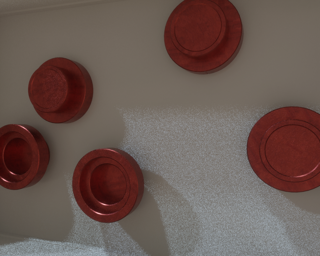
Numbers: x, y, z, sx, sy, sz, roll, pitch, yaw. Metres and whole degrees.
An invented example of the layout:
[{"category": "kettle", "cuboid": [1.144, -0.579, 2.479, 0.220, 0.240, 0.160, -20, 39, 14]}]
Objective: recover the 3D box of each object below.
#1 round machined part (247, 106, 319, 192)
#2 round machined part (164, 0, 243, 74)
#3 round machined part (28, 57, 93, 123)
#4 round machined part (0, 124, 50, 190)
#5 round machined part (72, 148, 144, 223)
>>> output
[{"category": "round machined part", "cuboid": [0.149, 0.024, 0.349, 0.098, 0.042, 0.097, 0, 90, 20]}, {"category": "round machined part", "cuboid": [0.051, -0.118, 0.383, 0.098, 0.042, 0.097, 0, 90, 20]}, {"category": "round machined part", "cuboid": [-0.152, -0.056, 0.455, 0.098, 0.042, 0.097, 0, 90, 20]}, {"category": "round machined part", "cuboid": [-0.211, 0.043, 0.476, 0.098, 0.042, 0.097, 0, 90, 20]}, {"category": "round machined part", "cuboid": [-0.066, 0.076, 0.425, 0.098, 0.042, 0.097, 0, 90, 20]}]
